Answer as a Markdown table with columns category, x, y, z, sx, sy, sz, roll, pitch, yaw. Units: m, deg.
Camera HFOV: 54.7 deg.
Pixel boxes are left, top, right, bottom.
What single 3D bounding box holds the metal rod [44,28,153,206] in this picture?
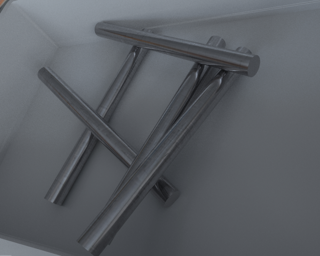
| category | x | y | z | sx | sy | sz | roll | pitch | yaw |
| --- | --- | --- | --- | --- | --- | --- | --- | --- | --- |
| metal rod | -0.082 | -0.027 | 0.465 | 0.025 | 0.025 | 0.300 | 14 | 69 | 34 |

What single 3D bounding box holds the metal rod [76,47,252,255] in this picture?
| category | x | y | z | sx | sy | sz | roll | pitch | yaw |
| --- | --- | --- | --- | --- | --- | --- | --- | --- | --- |
| metal rod | 0.022 | 0.007 | 0.345 | 0.025 | 0.025 | 0.301 | 21 | 59 | 36 |

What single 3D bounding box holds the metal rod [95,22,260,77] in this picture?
| category | x | y | z | sx | sy | sz | roll | pitch | yaw |
| --- | --- | --- | --- | --- | --- | --- | --- | --- | --- |
| metal rod | 0.001 | -0.120 | 0.441 | 0.300 | 0.025 | 0.025 | 26 | 76 | 40 |

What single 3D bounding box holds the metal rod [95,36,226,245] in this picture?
| category | x | y | z | sx | sy | sz | roll | pitch | yaw |
| --- | --- | --- | --- | --- | --- | --- | --- | --- | --- |
| metal rod | 0.010 | -0.004 | 0.375 | 0.025 | 0.025 | 0.300 | 14 | 60 | 34 |

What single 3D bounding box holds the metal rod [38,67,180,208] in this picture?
| category | x | y | z | sx | sy | sz | roll | pitch | yaw |
| --- | --- | --- | --- | --- | --- | --- | --- | --- | --- |
| metal rod | -0.085 | -0.004 | 0.424 | 0.025 | 0.025 | 0.300 | -47 | 60 | -5 |
